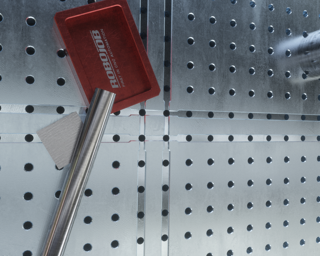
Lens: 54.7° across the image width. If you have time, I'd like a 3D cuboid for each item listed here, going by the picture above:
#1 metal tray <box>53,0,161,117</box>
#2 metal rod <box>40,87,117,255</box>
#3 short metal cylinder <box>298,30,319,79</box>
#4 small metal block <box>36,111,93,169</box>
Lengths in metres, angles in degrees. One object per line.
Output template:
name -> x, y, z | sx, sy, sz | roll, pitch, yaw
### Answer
metal tray -> -0.064, -0.087, 0.386 | 0.091, 0.030, 0.129 | -24, 98, -19
metal rod -> -0.108, 0.099, 0.355 | 0.025, 0.025, 0.298 | 18, 91, -20
short metal cylinder -> 0.275, -0.123, 0.503 | 0.081, 0.050, 0.079 | 0, 90, -21
small metal block -> -0.112, 0.014, 0.372 | 0.050, 0.025, 0.050 | -31, 101, -18
